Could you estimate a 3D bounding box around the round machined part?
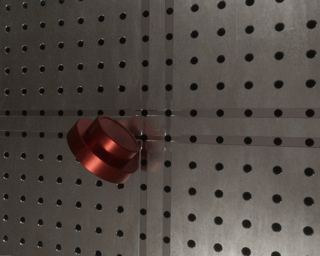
[{"bbox_3d":[-0.065,0.020,0.396,0.098,0.098,0.042,46,104,14],"label":"round machined part"}]
